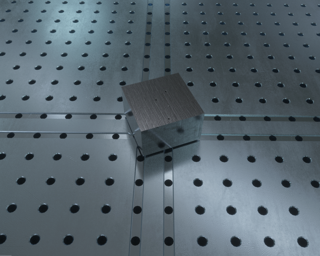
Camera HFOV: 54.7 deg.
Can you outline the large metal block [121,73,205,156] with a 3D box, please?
[{"bbox_3d":[0.002,-0.019,0.404,0.081,0.050,0.080,-16,52,-14],"label":"large metal block"}]
